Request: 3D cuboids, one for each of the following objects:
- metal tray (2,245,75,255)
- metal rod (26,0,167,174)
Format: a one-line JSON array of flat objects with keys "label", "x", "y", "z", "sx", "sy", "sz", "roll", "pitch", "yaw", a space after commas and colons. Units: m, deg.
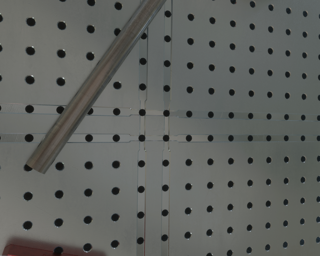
[{"label": "metal tray", "x": -0.129, "y": 0.197, "z": 0.363, "sx": 0.131, "sy": 0.030, "sz": 0.090, "roll": 19, "pitch": 84, "yaw": -20}, {"label": "metal rod", "x": -0.066, "y": -0.077, "z": 0.388, "sx": 0.025, "sy": 0.025, "sz": 0.300, "roll": 36, "pitch": 78, "yaw": -17}]
